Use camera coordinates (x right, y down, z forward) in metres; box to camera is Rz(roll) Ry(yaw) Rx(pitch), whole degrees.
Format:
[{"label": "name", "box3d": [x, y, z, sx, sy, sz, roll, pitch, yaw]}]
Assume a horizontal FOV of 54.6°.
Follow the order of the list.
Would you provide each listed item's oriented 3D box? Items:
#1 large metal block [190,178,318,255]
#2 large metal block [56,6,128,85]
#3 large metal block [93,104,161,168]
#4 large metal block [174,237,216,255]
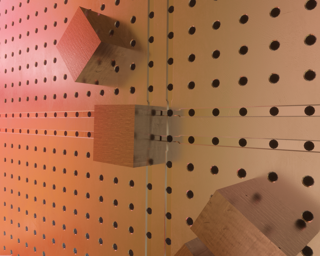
[{"label": "large metal block", "box3d": [0.091, 0.099, 0.299, 0.080, 0.081, 0.050, 42, 116, 32]}, {"label": "large metal block", "box3d": [-0.109, -0.126, 0.484, 0.080, 0.050, 0.080, -47, 62, 30]}, {"label": "large metal block", "box3d": [-0.047, 0.009, 0.433, 0.080, 0.050, 0.080, 3, 92, 40]}, {"label": "large metal block", "box3d": [0.047, 0.183, 0.355, 0.080, 0.050, 0.080, 47, 118, 29]}]
